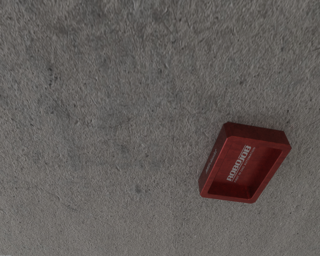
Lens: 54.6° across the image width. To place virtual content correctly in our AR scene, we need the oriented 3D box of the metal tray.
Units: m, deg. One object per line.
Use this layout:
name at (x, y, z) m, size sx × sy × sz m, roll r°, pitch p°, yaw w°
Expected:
metal tray at (0.117, 0.055, 0.451) m, size 0.091 × 0.030 × 0.129 m, roll 9°, pitch 130°, yaw -8°
